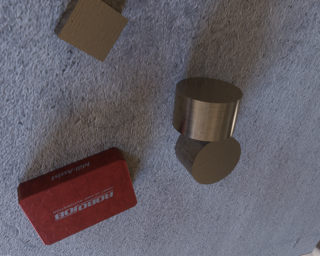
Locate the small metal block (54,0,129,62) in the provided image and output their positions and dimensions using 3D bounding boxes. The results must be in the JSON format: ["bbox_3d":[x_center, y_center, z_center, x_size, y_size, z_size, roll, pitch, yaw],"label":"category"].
[{"bbox_3d":[-0.068,-0.102,0.307,0.050,0.025,0.050,25,104,-37],"label":"small metal block"}]

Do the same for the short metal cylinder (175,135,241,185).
[{"bbox_3d":[0.069,0.035,0.450,0.081,0.050,0.079,-14,124,-21],"label":"short metal cylinder"}]

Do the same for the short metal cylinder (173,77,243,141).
[{"bbox_3d":[0.058,-0.026,0.387,0.081,0.080,0.050,-9,123,-24],"label":"short metal cylinder"}]

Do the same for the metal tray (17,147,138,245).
[{"bbox_3d":[-0.102,0.088,0.403,0.131,0.030,0.089,-22,127,-16],"label":"metal tray"}]
